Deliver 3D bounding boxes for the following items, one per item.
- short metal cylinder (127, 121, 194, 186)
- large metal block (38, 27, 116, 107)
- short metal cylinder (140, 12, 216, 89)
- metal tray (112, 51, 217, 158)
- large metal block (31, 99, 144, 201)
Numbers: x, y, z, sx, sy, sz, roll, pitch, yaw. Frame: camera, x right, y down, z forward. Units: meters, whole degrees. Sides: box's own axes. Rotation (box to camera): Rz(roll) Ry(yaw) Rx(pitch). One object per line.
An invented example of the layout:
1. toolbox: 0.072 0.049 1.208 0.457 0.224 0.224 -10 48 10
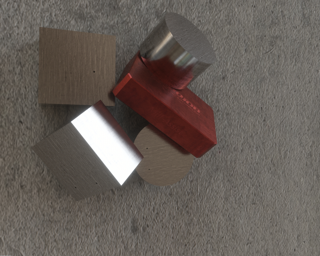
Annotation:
1. short metal cylinder: -0.003 0.030 0.397 0.081 0.050 0.080 0 90 -20
2. large metal block: -0.097 -0.065 0.359 0.081 0.050 0.080 1 90 -20
3. short metal cylinder: 0.022 -0.095 0.384 0.080 0.050 0.080 28 41 -27
4. metal tray: 0.011 -0.031 0.381 0.130 0.090 0.030 37 118 -16
5. large metal block: -0.080 0.027 0.344 0.080 0.080 0.050 55 38 -12
